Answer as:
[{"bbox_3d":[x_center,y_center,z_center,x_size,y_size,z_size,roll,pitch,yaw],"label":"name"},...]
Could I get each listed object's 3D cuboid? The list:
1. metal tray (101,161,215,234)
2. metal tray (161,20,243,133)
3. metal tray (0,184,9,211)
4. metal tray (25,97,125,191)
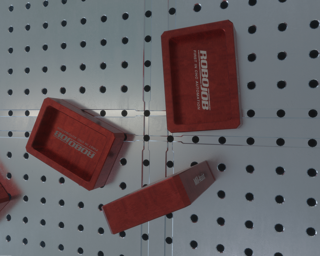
[{"bbox_3d":[0.005,0.075,0.355,0.090,0.130,0.030,-26,82,18],"label":"metal tray"},{"bbox_3d":[0.052,-0.061,0.391,0.090,0.030,0.129,-4,89,20],"label":"metal tray"},{"bbox_3d":[-0.324,0.101,0.525,0.090,0.030,0.130,-45,76,14],"label":"metal tray"},{"bbox_3d":[-0.126,0.021,0.455,0.130,0.030,0.090,27,99,18],"label":"metal tray"}]
